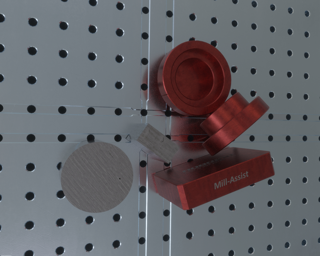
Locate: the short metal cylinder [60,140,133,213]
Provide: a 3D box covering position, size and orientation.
[{"bbox_3d":[-0.078,0.055,0.371,0.081,0.050,0.079,0,90,-20],"label":"short metal cylinder"}]

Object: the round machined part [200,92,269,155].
[{"bbox_3d":[0.092,-0.010,0.412,0.098,0.098,0.042,-39,83,-16],"label":"round machined part"}]

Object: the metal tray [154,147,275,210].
[{"bbox_3d":[0.068,0.060,0.403,0.131,0.090,0.030,-16,96,-19],"label":"metal tray"}]

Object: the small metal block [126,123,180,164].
[{"bbox_3d":[-0.010,0.019,0.396,0.050,0.050,0.025,38,78,-16],"label":"small metal block"}]

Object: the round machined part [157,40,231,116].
[{"bbox_3d":[0.043,-0.064,0.419,0.099,0.042,0.097,0,89,-20],"label":"round machined part"}]
